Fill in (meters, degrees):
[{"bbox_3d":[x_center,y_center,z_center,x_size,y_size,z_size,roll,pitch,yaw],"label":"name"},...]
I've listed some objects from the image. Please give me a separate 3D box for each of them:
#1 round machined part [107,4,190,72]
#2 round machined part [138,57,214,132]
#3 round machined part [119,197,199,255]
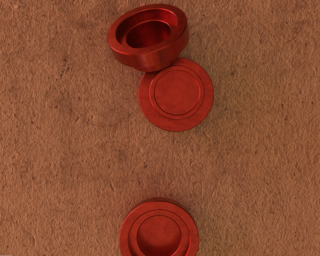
[{"bbox_3d":[-0.012,-0.108,0.385,0.098,0.042,0.098,-7,52,9],"label":"round machined part"},{"bbox_3d":[0.021,-0.043,0.401,0.099,0.042,0.097,0,90,0],"label":"round machined part"},{"bbox_3d":[-0.001,0.138,0.401,0.099,0.042,0.097,0,90,0],"label":"round machined part"}]
